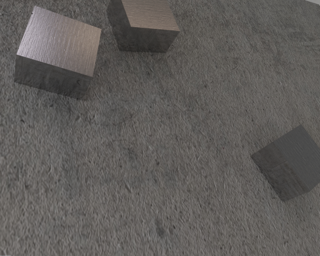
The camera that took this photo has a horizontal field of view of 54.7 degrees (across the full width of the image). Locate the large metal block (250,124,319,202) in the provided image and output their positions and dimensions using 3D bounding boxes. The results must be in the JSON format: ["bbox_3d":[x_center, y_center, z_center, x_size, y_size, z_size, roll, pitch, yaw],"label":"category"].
[{"bbox_3d":[0.197,0.051,0.463,0.081,0.050,0.080,-23,74,-36],"label":"large metal block"}]

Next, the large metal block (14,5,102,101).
[{"bbox_3d":[-0.122,-0.089,0.376,0.081,0.050,0.080,15,56,-20],"label":"large metal block"}]

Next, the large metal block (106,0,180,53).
[{"bbox_3d":[-0.027,-0.164,0.473,0.081,0.050,0.080,-6,65,-31],"label":"large metal block"}]
